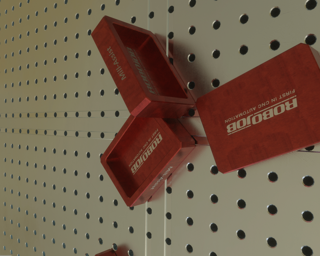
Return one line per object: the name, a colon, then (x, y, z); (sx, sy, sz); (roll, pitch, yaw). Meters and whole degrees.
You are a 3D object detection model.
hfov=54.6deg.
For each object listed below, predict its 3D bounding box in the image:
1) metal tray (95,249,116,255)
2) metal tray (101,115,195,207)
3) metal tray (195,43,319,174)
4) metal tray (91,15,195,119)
metal tray: (-0.095, 0.266, 0.485); (0.090, 0.030, 0.129); (51, 120, 28)
metal tray: (-0.022, 0.034, 0.425); (0.129, 0.030, 0.090); (-52, 60, 27)
metal tray: (0.107, -0.014, 0.318); (0.130, 0.030, 0.090); (-27, 73, 36)
metal tray: (-0.020, -0.073, 0.384); (0.030, 0.091, 0.130); (-42, 65, 32)
